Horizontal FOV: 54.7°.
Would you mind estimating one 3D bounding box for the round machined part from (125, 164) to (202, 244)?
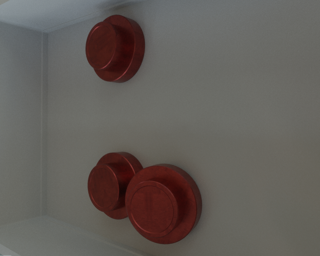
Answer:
[{"bbox_3d":[-0.002,0.095,0.382,0.098,0.042,0.097,1,92,24],"label":"round machined part"}]

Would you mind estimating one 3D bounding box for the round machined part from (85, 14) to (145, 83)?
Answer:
[{"bbox_3d":[-0.072,-0.117,0.456,0.098,0.042,0.097,0,90,40],"label":"round machined part"}]

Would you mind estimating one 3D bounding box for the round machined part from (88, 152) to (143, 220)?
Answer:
[{"bbox_3d":[-0.068,0.085,0.452,0.098,0.042,0.097,0,90,40],"label":"round machined part"}]
